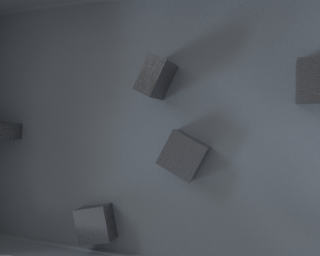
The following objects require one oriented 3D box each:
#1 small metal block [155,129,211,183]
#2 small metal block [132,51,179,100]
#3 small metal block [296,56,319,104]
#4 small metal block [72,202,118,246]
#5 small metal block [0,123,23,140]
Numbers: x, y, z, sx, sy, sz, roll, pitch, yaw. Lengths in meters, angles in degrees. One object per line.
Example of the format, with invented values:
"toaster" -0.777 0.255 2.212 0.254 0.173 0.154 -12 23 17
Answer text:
"small metal block" 0.030 0.035 0.399 0.050 0.025 0.050 29 99 17
"small metal block" -0.004 -0.065 0.398 0.025 0.050 0.050 28 99 17
"small metal block" 0.180 -0.053 0.347 0.050 0.025 0.050 1 90 19
"small metal block" -0.092 0.137 0.442 0.050 0.025 0.050 -12 86 19
"small metal block" -0.255 0.004 0.485 0.050 0.050 0.025 5 92 19
